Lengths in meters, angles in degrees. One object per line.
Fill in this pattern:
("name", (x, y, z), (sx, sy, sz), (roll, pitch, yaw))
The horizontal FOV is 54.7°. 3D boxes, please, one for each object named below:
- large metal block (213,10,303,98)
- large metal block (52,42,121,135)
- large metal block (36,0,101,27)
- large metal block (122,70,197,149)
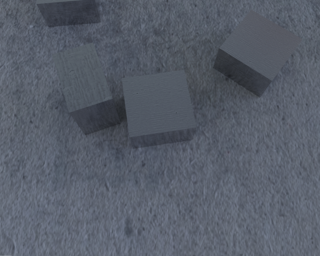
("large metal block", (0.134, -0.104, 0.434), (0.080, 0.050, 0.080), (36, 74, 12))
("large metal block", (-0.091, -0.047, 0.395), (0.050, 0.080, 0.080), (-19, 71, -7))
("large metal block", (-0.136, -0.205, 0.468), (0.081, 0.050, 0.080), (-6, 70, -3))
("large metal block", (-0.002, -0.023, 0.403), (0.081, 0.050, 0.080), (-8, 70, -4))
